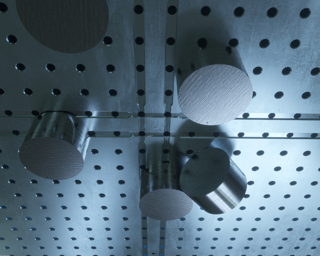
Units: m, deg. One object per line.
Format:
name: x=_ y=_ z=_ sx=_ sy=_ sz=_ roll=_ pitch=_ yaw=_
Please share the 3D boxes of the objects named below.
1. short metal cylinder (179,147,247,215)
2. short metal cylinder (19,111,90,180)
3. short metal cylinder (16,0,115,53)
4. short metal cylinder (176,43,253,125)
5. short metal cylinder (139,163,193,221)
short metal cylinder: x=0.075 y=0.075 z=0.440 sx=0.080 sy=0.080 sz=0.050 roll=-29 pitch=125 yaw=22
short metal cylinder: x=-0.138 y=0.024 z=0.414 sx=0.081 sy=0.050 sz=0.079 roll=0 pitch=130 yaw=0
short metal cylinder: x=-0.086 y=-0.119 z=0.293 sx=0.081 sy=0.050 sz=0.079 roll=-1 pitch=130 yaw=0
short metal cylinder: x=0.060 y=-0.050 z=0.354 sx=0.081 sy=0.050 sz=0.079 roll=0 pitch=130 yaw=0
short metal cylinder: x=0.009 y=0.099 z=0.480 sx=0.081 sy=0.050 sz=0.079 roll=0 pitch=130 yaw=0
